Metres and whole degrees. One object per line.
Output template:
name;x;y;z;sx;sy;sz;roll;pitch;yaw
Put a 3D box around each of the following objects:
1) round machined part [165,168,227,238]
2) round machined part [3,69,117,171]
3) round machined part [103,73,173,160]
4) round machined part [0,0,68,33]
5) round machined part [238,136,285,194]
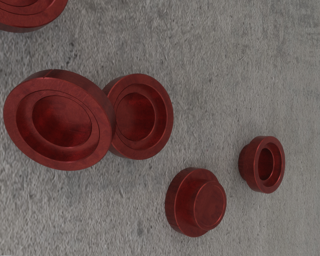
round machined part;0.057;0.107;0.442;0.099;0.042;0.097;0;90;-40
round machined part;-0.090;-0.010;0.295;0.098;0.098;0.042;58;20;-25
round machined part;-0.034;-0.013;0.365;0.099;0.042;0.097;0;90;-41
round machined part;-0.136;-0.135;0.279;0.099;0.042;0.097;0;90;-40
round machined part;0.174;0.062;0.539;0.099;0.042;0.097;0;90;-40
